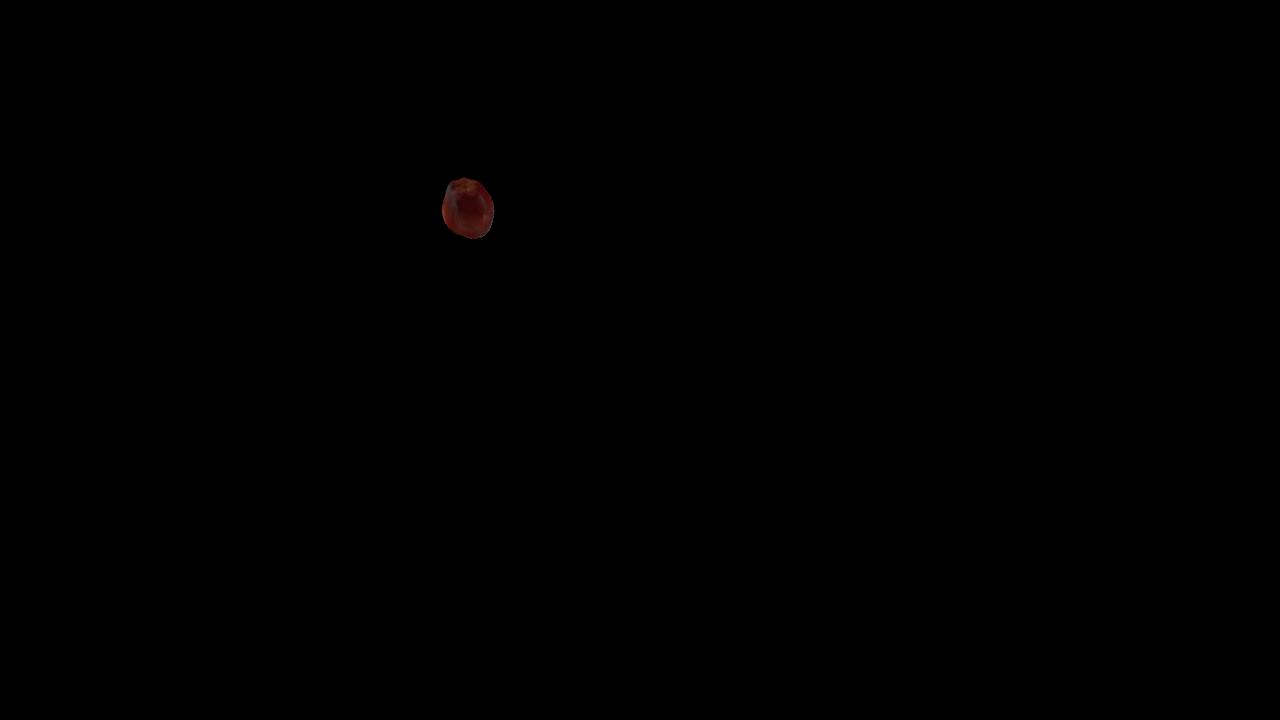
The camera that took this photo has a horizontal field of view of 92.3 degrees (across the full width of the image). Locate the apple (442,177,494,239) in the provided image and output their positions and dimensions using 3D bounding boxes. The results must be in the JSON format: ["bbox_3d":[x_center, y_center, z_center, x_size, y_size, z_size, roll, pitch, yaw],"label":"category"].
[{"bbox_3d":[-0.260,-0.228,0.933,0.079,0.079,0.093,0,-38,-12],"label":"apple"}]
